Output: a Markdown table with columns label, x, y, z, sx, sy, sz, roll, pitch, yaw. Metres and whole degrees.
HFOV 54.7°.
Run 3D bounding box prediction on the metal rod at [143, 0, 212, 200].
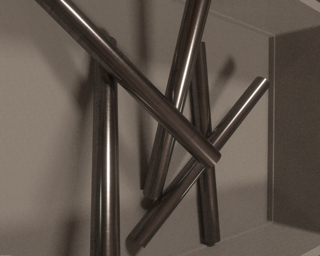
| label | x | y | z | sx | sy | sz | roll | pitch | yaw |
| --- | --- | --- | --- | --- | --- | --- | --- | --- | --- |
| metal rod | 0.021 | -0.050 | 0.349 | 0.025 | 0.025 | 0.298 | -6 | 119 | -40 |

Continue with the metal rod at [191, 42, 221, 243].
| label | x | y | z | sx | sy | sz | roll | pitch | yaw |
| --- | --- | --- | --- | --- | --- | --- | --- | --- | --- |
| metal rod | 0.067 | 0.024 | 0.465 | 0.025 | 0.025 | 0.298 | -9 | 96 | -40 |

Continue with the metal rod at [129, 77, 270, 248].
| label | x | y | z | sx | sy | sz | roll | pitch | yaw |
| --- | --- | --- | --- | --- | --- | --- | --- | --- | --- |
| metal rod | 0.066 | 0.035 | 0.434 | 0.301 | 0.025 | 0.025 | -48 | 120 | -19 |

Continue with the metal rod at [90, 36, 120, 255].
| label | x | y | z | sx | sy | sz | roll | pitch | yaw |
| --- | --- | --- | --- | --- | --- | --- | --- | --- | --- |
| metal rod | -0.052 | 0.036 | 0.293 | 0.025 | 0.025 | 0.299 | 18 | 56 | -39 |

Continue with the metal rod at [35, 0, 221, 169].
| label | x | y | z | sx | sy | sz | roll | pitch | yaw |
| --- | --- | --- | --- | --- | --- | --- | --- | --- | --- |
| metal rod | -0.044 | -0.065 | 0.318 | 0.300 | 0.025 | 0.025 | 45 | 62 | -13 |
